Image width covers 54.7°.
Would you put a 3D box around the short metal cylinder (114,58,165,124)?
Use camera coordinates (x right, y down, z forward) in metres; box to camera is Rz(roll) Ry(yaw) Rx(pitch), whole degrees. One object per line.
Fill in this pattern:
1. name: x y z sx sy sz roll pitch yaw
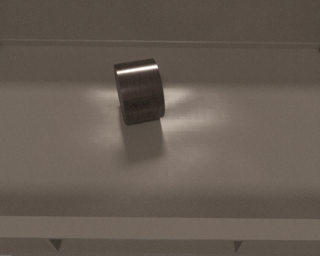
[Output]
1. short metal cylinder: -0.028 -0.048 0.410 0.050 0.080 0.080 -11 51 -10
